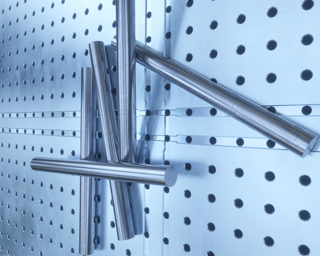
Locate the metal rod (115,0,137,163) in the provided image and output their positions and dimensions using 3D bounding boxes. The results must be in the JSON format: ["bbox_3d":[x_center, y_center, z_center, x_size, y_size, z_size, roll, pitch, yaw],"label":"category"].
[{"bbox_3d":[-0.045,-0.083,0.413,0.025,0.025,0.298,11,106,39],"label":"metal rod"}]

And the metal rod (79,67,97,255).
[{"bbox_3d":[-0.117,0.053,0.502,0.025,0.025,0.298,1,91,39],"label":"metal rod"}]

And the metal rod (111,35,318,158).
[{"bbox_3d":[0.040,-0.054,0.375,0.300,0.025,0.025,35,112,34],"label":"metal rod"}]

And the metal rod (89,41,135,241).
[{"bbox_3d":[-0.074,0.013,0.467,0.025,0.025,0.298,-17,80,38],"label":"metal rod"}]

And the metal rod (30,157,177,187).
[{"bbox_3d":[-0.103,0.060,0.457,0.300,0.025,0.025,-2,89,39],"label":"metal rod"}]
